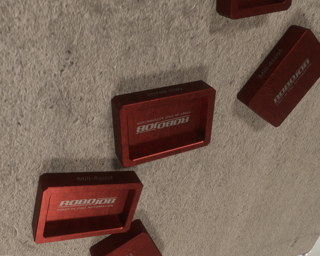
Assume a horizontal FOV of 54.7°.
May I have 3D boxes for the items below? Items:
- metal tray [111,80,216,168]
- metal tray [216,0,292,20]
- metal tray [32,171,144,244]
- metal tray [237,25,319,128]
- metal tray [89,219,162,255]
[{"bbox_3d":[0.006,-0.007,0.404,0.131,0.030,0.089,-13,124,-22],"label":"metal tray"},{"bbox_3d":[0.112,-0.196,0.345,0.091,0.030,0.129,-17,125,-19],"label":"metal tray"},{"bbox_3d":[-0.096,0.104,0.416,0.131,0.030,0.089,3,117,-30],"label":"metal tray"},{"bbox_3d":[0.186,-0.074,0.463,0.090,0.030,0.130,29,102,-38],"label":"metal tray"},{"bbox_3d":[-0.047,0.218,0.515,0.090,0.030,0.129,-30,129,-10],"label":"metal tray"}]
